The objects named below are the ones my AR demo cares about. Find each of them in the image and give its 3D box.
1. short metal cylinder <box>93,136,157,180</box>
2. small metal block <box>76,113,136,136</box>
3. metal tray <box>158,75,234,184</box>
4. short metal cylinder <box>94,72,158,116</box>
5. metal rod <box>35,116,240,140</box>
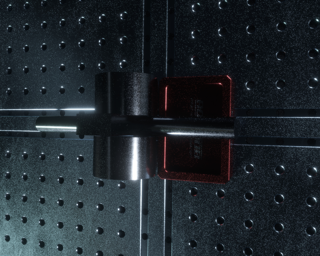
[{"bbox_3d":[-0.045,0.035,0.399,0.080,0.080,0.050,2,91,20],"label":"short metal cylinder"},{"bbox_3d":[-0.063,-0.004,0.371,0.050,0.050,0.025,1,91,28],"label":"small metal block"},{"bbox_3d":[0.045,0.001,0.394,0.090,0.030,0.129,1,90,19],"label":"metal tray"},{"bbox_3d":[-0.043,-0.040,0.397,0.080,0.080,0.050,1,91,20],"label":"short metal cylinder"},{"bbox_3d":[-0.049,-0.003,0.405,0.300,0.025,0.025,1,91,28],"label":"metal rod"}]
